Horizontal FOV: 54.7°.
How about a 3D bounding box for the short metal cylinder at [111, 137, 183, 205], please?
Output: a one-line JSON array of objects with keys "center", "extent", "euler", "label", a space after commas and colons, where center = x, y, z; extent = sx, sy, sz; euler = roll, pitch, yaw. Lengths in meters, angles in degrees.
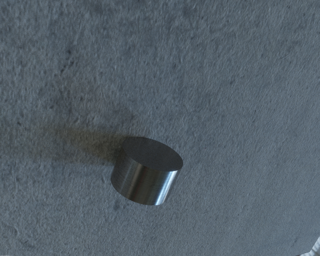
[{"center": [-0.017, 0.053, 0.396], "extent": [0.081, 0.080, 0.050], "euler": [8, 115, -32], "label": "short metal cylinder"}]
